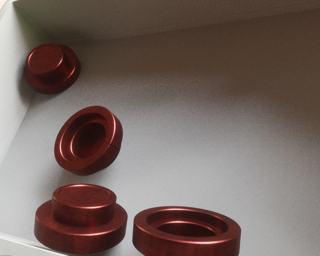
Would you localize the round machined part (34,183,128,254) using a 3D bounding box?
[{"bbox_3d":[-0.084,0.093,0.342,0.098,0.099,0.042,14,100,34],"label":"round machined part"}]

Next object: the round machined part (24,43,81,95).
[{"bbox_3d":[-0.196,-0.111,0.550,0.098,0.042,0.098,-4,63,7],"label":"round machined part"}]

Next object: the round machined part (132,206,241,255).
[{"bbox_3d":[0.024,0.108,0.288,0.098,0.099,0.042,5,92,30],"label":"round machined part"}]

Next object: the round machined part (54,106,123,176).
[{"bbox_3d":[-0.094,0.021,0.431,0.098,0.042,0.098,-13,56,21],"label":"round machined part"}]
